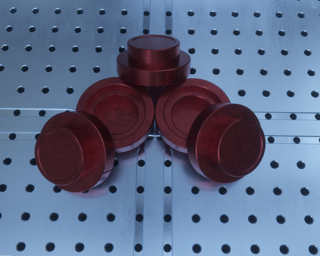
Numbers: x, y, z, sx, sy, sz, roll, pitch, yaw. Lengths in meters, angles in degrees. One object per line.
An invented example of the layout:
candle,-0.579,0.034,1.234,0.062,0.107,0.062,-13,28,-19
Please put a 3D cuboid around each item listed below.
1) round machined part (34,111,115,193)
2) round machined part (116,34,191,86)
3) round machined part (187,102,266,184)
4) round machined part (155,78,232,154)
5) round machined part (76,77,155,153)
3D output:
round machined part,-0.107,0.030,0.366,0.098,0.042,0.097,3,97,22
round machined part,-0.008,-0.094,0.410,0.099,0.042,0.098,0,32,0
round machined part,0.085,0.020,0.368,0.099,0.042,0.097,-5,101,-25
round machined part,0.043,-0.013,0.408,0.099,0.042,0.098,0,70,-1
round machined part,-0.056,-0.014,0.406,0.099,0.042,0.098,0,70,-1
